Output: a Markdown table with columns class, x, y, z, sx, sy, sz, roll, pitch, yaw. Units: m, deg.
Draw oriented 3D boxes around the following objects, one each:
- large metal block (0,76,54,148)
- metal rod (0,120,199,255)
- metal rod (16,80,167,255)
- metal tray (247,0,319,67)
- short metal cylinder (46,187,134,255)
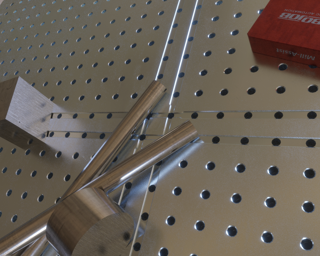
| class | x | y | z | sx | sy | sz | roll | pitch | yaw |
| --- | --- | --- | --- | --- | --- | --- | --- | --- | --- |
| large metal block | -0.227 | -0.023 | 0.504 | 0.050 | 0.080 | 0.080 | -13 | 57 | 21 |
| metal rod | -0.085 | 0.080 | 0.380 | 0.301 | 0.025 | 0.025 | -32 | 51 | -2 |
| metal rod | -0.089 | 0.057 | 0.417 | 0.025 | 0.025 | 0.300 | 29 | 77 | 37 |
| metal tray | 0.189 | -0.125 | 0.383 | 0.130 | 0.030 | 0.090 | 26 | 76 | 36 |
| short metal cylinder | -0.076 | 0.113 | 0.342 | 0.050 | 0.080 | 0.080 | 31 | 79 | 37 |
